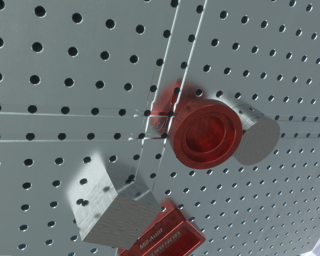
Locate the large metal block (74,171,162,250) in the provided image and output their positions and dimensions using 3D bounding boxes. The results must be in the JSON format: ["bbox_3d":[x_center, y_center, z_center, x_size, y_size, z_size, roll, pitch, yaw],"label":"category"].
[{"bbox_3d":[-0.059,0.118,0.435,0.080,0.050,0.080,30,102,-38],"label":"large metal block"}]

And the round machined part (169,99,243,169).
[{"bbox_3d":[0.060,0.005,0.428,0.099,0.042,0.097,-7,117,-13],"label":"round machined part"}]

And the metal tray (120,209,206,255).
[{"bbox_3d":[0.008,0.210,0.541,0.130,0.030,0.090,-40,130,-1],"label":"metal tray"}]

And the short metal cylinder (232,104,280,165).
[{"bbox_3d":[0.135,0.010,0.474,0.081,0.050,0.079,-14,125,-21],"label":"short metal cylinder"}]
